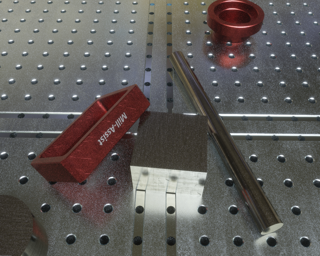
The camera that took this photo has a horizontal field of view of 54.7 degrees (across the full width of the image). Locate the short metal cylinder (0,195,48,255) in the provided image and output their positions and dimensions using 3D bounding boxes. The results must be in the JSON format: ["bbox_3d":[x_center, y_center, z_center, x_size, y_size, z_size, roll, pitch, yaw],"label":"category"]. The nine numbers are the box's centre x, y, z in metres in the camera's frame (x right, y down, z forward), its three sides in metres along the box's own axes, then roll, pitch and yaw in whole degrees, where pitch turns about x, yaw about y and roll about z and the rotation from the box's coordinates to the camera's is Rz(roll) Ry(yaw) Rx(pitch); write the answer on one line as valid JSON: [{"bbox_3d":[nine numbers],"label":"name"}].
[{"bbox_3d":[-0.155,0.112,0.296,0.081,0.050,0.080,0,50,0],"label":"short metal cylinder"}]

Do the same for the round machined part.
[{"bbox_3d":[0.133,-0.190,0.557,0.099,0.042,0.098,0,50,0],"label":"round machined part"}]

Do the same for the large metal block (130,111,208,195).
[{"bbox_3d":[0.013,0.028,0.367,0.080,0.050,0.080,5,50,4],"label":"large metal block"}]

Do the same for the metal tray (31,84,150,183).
[{"bbox_3d":[-0.080,0.005,0.366,0.090,0.030,0.130,-9,34,48],"label":"metal tray"}]

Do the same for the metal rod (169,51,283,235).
[{"bbox_3d":[0.071,-0.005,0.412,0.025,0.025,0.300,-13,51,-11],"label":"metal rod"}]
